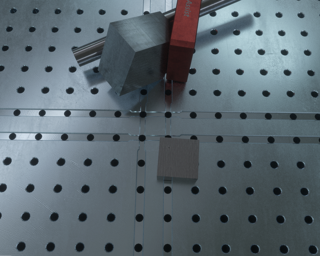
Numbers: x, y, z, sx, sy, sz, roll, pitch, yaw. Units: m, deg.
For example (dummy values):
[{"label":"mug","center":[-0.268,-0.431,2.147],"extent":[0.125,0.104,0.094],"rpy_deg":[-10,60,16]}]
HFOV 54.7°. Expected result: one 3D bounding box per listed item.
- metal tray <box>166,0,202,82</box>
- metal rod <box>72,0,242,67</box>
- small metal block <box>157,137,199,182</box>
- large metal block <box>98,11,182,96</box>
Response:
[{"label":"metal tray","center":[0.035,-0.141,0.426],"extent":[0.030,0.090,0.130],"rpy_deg":[9,68,2]},{"label":"metal rod","center":[0.021,-0.157,0.442],"extent":[0.302,0.025,0.025],"rpy_deg":[-24,72,-6]},{"label":"small metal block","center":[0.023,0.041,0.397],"extent":[0.050,0.025,0.050],"rpy_deg":[4,70,1]},{"label":"large metal block","center":[-0.027,-0.097,0.404],"extent":[0.081,0.080,0.050],"rpy_deg":[-28,71,-35]}]
